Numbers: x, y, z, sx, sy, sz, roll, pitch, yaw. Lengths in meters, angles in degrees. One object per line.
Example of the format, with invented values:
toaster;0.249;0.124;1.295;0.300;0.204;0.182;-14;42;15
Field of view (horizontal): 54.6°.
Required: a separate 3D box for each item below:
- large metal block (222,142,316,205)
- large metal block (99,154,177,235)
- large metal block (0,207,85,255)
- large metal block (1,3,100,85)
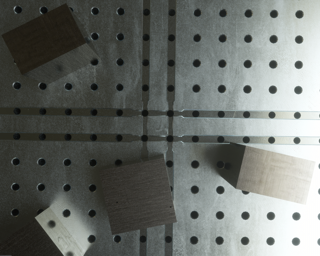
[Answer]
large metal block;0.130;0.053;0.387;0.080;0.080;0.050;13;90;0
large metal block;-0.026;0.083;0.401;0.080;0.050;0.080;-11;90;0
large metal block;-0.159;0.164;0.400;0.080;0.050;0.080;-37;90;0
large metal block;-0.129;-0.099;0.385;0.080;0.080;0.050;-27;90;0
